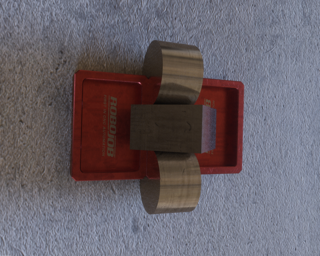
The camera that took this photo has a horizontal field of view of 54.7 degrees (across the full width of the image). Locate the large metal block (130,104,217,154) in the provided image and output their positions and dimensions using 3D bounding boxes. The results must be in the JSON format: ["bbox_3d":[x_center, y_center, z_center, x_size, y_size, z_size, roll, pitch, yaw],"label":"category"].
[{"bbox_3d":[0.019,0.000,0.366,0.080,0.080,0.050,2,90,20],"label":"large metal block"}]

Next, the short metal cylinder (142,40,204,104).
[{"bbox_3d":[0.013,-0.065,0.386,0.050,0.080,0.080,2,90,-20],"label":"short metal cylinder"}]

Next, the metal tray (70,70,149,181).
[{"bbox_3d":[-0.062,-0.002,0.385,0.091,0.030,0.129,2,90,-20],"label":"metal tray"}]

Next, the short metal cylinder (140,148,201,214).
[{"bbox_3d":[0.010,0.065,0.385,0.050,0.080,0.080,2,90,-20],"label":"short metal cylinder"}]

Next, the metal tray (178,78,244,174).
[{"bbox_3d":[0.070,-0.002,0.434,0.091,0.030,0.129,2,90,-20],"label":"metal tray"}]
